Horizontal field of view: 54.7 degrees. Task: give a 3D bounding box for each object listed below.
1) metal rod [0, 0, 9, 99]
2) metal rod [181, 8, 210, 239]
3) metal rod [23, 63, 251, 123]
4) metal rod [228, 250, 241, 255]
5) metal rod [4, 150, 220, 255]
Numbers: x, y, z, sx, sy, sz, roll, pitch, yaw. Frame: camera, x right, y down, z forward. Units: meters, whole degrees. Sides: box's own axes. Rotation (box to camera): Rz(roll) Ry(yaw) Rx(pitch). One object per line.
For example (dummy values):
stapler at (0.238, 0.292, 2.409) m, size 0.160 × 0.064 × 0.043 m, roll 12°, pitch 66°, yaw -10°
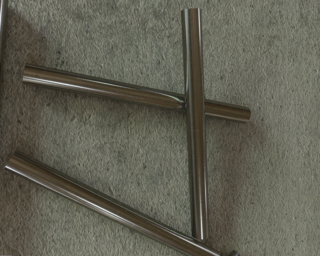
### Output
metal rod at (-0.192, 0.004, 0.338) m, size 0.025 × 0.025 × 0.298 m, roll 5°, pitch 88°, yaw -20°
metal rod at (0.047, 0.003, 0.405) m, size 0.025 × 0.025 × 0.298 m, roll -8°, pitch 101°, yaw -20°
metal rod at (-0.014, -0.040, 0.404) m, size 0.302 × 0.025 × 0.025 m, roll 9°, pitch 87°, yaw -20°
metal rod at (0.007, 0.282, 0.413) m, size 0.301 × 0.025 × 0.025 m, roll -40°, pitch 103°, yaw -16°
metal rod at (-0.045, 0.110, 0.393) m, size 0.301 × 0.025 × 0.025 m, roll 32°, pitch 80°, yaw -18°
